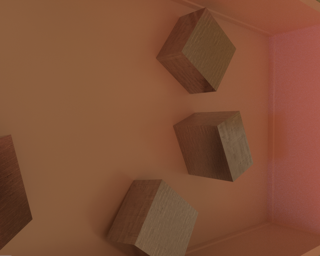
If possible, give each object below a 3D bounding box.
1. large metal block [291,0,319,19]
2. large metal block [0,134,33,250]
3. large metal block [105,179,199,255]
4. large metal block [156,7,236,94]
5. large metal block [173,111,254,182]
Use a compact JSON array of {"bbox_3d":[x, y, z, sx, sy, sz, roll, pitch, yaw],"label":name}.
[{"bbox_3d":[0.334,-0.301,0.676,0.080,0.050,0.080,24,75,-38],"label":"large metal block"},{"bbox_3d":[-0.150,0.055,0.238,0.080,0.050,0.079,-67,147,-79],"label":"large metal block"},{"bbox_3d":[-0.006,0.119,0.378,0.080,0.050,0.080,47,51,-30],"label":"large metal block"},{"bbox_3d":[0.053,-0.106,0.437,0.080,0.050,0.080,41,65,-33],"label":"large metal block"},{"bbox_3d":[0.074,0.023,0.436,0.050,0.080,0.080,-30,109,-36],"label":"large metal block"}]
